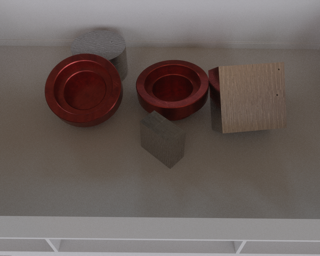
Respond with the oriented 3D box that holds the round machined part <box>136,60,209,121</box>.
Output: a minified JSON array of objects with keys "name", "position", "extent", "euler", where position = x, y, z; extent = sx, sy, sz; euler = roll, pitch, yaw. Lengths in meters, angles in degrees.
[{"name":"round machined part","position":[0.018,-0.049,0.432],"extent":[0.099,0.042,0.098],"euler":[-2,49,3]}]

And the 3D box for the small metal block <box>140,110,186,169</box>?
[{"name":"small metal block","position":[0.003,0.014,0.377],"extent":[0.050,0.050,0.025],"euler":[36,59,26]}]

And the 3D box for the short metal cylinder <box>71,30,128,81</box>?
[{"name":"short metal cylinder","position":[-0.091,-0.106,0.477],"extent":[0.081,0.050,0.080],"euler":[0,50,0]}]

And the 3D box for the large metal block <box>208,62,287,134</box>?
[{"name":"large metal block","position":[0.110,-0.039,0.395],"extent":[0.081,0.079,0.050],"euler":[-5,5,-5]}]

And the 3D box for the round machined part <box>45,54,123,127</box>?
[{"name":"round machined part","position":[-0.099,-0.047,0.418],"extent":[0.099,0.042,0.098],"euler":[0,73,1]}]
